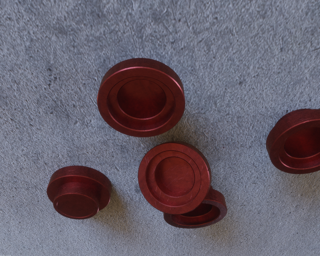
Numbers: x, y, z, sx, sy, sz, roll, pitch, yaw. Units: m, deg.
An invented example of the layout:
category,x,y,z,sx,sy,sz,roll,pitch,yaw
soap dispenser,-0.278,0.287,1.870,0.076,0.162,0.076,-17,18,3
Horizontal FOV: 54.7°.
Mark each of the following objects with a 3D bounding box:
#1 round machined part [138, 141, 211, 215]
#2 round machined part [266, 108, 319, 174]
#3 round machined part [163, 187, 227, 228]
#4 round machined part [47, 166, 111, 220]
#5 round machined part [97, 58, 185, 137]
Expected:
category,x,y,z,sx,sy,sz,roll,pitch,yaw
round machined part,0.023,0.066,0.431,0.098,0.042,0.097,1,94,16
round machined part,0.190,0.013,0.409,0.099,0.042,0.097,0,130,0
round machined part,0.054,0.119,0.492,0.099,0.042,0.097,-3,138,-2
round machined part,-0.128,0.107,0.486,0.099,0.042,0.097,0,130,0
round machined part,-0.021,-0.039,0.363,0.099,0.042,0.097,0,130,0
